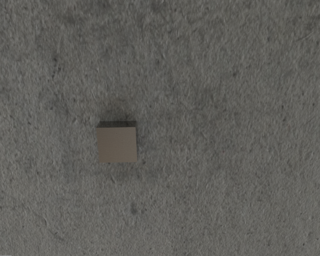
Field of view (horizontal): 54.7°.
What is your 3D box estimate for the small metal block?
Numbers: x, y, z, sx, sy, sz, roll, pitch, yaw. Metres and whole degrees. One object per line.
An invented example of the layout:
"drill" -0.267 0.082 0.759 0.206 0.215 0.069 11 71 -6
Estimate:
"small metal block" -0.056 0.018 0.416 0.050 0.025 0.050 -1 110 0
